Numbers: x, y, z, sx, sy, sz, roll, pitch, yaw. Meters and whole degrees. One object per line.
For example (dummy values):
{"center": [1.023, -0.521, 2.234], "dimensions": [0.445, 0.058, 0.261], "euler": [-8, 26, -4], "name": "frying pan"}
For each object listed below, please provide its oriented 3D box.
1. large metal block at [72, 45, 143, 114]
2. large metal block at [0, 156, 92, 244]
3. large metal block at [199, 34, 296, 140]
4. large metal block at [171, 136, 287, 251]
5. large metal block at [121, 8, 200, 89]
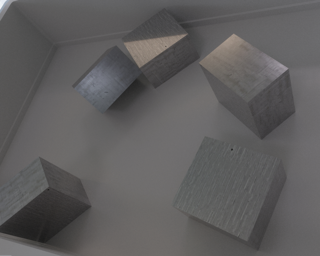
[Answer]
{"center": [-0.080, -0.071, 0.454], "dimensions": [0.080, 0.050, 0.080], "euler": [-47, 20, -5], "name": "large metal block"}
{"center": [-0.150, 0.093, 0.392], "dimensions": [0.080, 0.080, 0.050], "euler": [-39, 51, 2], "name": "large metal block"}
{"center": [0.098, -0.045, 0.346], "dimensions": [0.050, 0.080, 0.080], "euler": [-40, 51, 1], "name": "large metal block"}
{"center": [0.071, 0.064, 0.313], "dimensions": [0.080, 0.050, 0.080], "euler": [17, 71, 35], "name": "large metal block"}
{"center": [0.000, -0.119, 0.463], "dimensions": [0.080, 0.050, 0.080], "euler": [-34, 51, 5], "name": "large metal block"}
